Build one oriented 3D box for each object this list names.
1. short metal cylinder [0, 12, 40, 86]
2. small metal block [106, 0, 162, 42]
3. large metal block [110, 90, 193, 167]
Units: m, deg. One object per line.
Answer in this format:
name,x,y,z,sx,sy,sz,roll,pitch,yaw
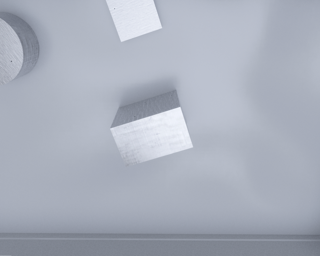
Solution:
short metal cylinder,-0.190,-0.093,0.361,0.081,0.050,0.079,0,110,-1
small metal block,-0.029,-0.134,0.362,0.050,0.025,0.050,-17,110,6
large metal block,-0.009,-0.003,0.381,0.080,0.080,0.050,-17,109,6
